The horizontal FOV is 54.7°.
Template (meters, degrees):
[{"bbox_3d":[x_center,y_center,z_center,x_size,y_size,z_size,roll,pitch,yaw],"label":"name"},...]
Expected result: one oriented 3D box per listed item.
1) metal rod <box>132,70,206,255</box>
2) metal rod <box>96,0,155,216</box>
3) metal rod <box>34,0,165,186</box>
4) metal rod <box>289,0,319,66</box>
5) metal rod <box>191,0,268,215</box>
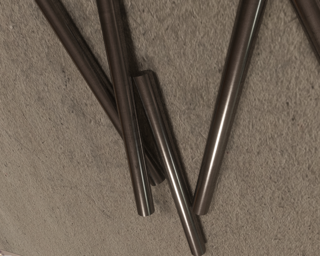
[{"bbox_3d":[0.020,0.064,0.434,0.025,0.025,0.298,-4,117,29],"label":"metal rod"},{"bbox_3d":[-0.040,-0.019,0.393,0.025,0.025,0.298,2,113,27],"label":"metal rod"},{"bbox_3d":[-0.075,-0.047,0.415,0.025,0.025,0.299,-20,108,35],"label":"metal rod"},{"bbox_3d":[0.163,-0.057,0.285,0.025,0.025,0.299,-23,107,36],"label":"metal rod"},{"bbox_3d":[0.073,-0.006,0.363,0.025,0.025,0.298,19,126,17],"label":"metal rod"}]
